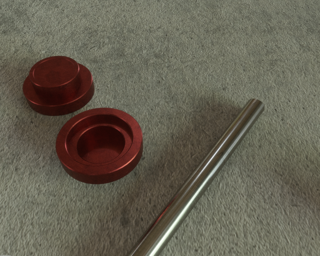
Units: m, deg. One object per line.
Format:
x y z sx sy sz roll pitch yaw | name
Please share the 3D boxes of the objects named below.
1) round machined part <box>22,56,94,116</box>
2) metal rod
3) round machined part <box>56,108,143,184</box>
-0.148 -0.067 0.447 0.099 0.042 0.098 0 50 0 | round machined part
0.044 0.061 0.352 0.025 0.025 0.301 30 56 22 | metal rod
-0.069 0.025 0.370 0.099 0.042 0.098 0 50 0 | round machined part
